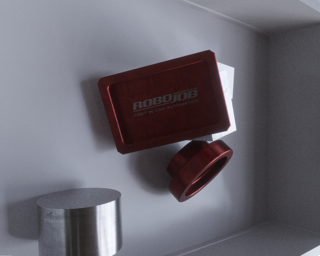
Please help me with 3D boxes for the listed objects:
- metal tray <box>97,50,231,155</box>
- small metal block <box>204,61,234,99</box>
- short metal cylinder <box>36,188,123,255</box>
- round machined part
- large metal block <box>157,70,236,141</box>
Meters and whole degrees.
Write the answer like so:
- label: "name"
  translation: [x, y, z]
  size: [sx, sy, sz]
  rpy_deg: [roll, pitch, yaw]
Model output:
- label: "metal tray"
  translation: [0.006, -0.029, 0.352]
  size: [0.030, 0.131, 0.089]
  rpy_deg: [-68, 144, -78]
- label: "small metal block"
  translation: [0.089, -0.073, 0.484]
  size: [0.050, 0.025, 0.050]
  rpy_deg: [7, 86, -40]
- label: "short metal cylinder"
  translation: [-0.078, 0.093, 0.307]
  size: [0.081, 0.080, 0.050]
  rpy_deg: [-3, 93, -40]
- label: "round machined part"
  translation: [0.048, 0.050, 0.416]
  size: [0.098, 0.042, 0.098]
  rpy_deg: [-36, 156, -18]
- label: "large metal block"
  translation: [0.047, -0.029, 0.412]
  size: [0.050, 0.080, 0.079]
  rpy_deg: [-20, 103, -40]
